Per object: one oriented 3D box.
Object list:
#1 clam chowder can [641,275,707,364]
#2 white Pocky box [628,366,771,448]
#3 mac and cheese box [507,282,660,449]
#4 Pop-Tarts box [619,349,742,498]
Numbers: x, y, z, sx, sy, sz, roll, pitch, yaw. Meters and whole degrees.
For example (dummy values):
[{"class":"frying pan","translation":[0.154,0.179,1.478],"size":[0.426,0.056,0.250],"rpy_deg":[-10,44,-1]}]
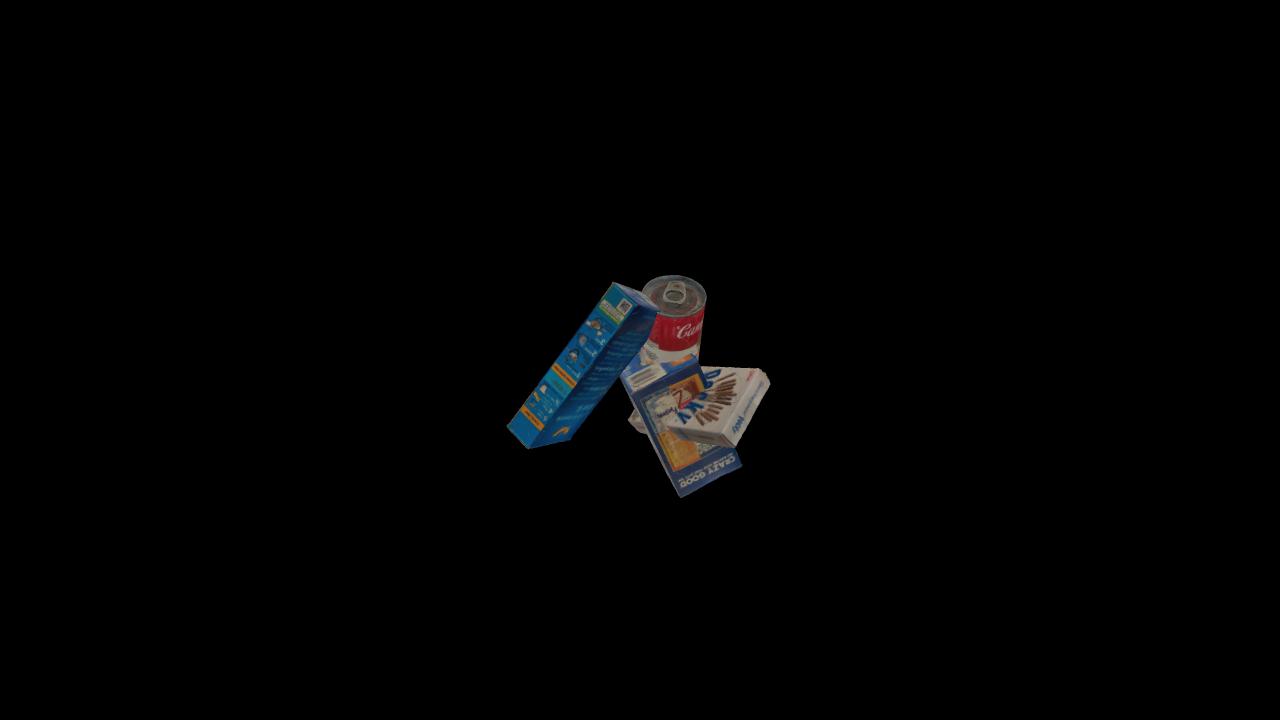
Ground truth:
[{"class":"clam chowder can","translation":[0.034,-0.032,0.669],"size":[0.068,0.102,0.068],"rpy_deg":[1,45,-1]},{"class":"white Pocky box","translation":[0.059,0.046,0.659],"size":[0.154,0.084,0.028],"rpy_deg":[1,-39,52]},{"class":"mac and cheese box","translation":[-0.052,0.008,0.632],"size":[0.041,0.184,0.093],"rpy_deg":[42,13,16]},{"class":"Pop-Tarts box","translation":[0.037,0.052,0.728],"size":[0.083,0.141,0.167],"rpy_deg":[-25,19,-3]}]
